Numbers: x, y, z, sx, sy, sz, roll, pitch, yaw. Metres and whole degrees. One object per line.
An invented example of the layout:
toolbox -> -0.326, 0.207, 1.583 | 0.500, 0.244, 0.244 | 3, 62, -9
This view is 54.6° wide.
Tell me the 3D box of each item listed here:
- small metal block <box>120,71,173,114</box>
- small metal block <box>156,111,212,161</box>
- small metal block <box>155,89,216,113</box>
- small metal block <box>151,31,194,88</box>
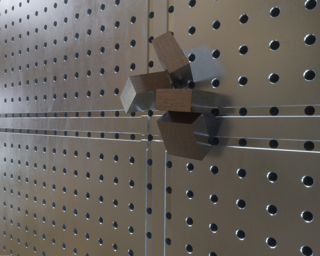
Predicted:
small metal block -> -0.019, -0.046, 0.399 | 0.025, 0.050, 0.050 | 67, 152, 18
small metal block -> 0.029, 0.008, 0.371 | 0.050, 0.025, 0.050 | 7, 126, 40
small metal block -> 0.031, -0.032, 0.369 | 0.050, 0.050, 0.025 | 6, 94, 40
small metal block -> 0.016, -0.080, 0.377 | 0.025, 0.050, 0.050 | -28, 69, 2
